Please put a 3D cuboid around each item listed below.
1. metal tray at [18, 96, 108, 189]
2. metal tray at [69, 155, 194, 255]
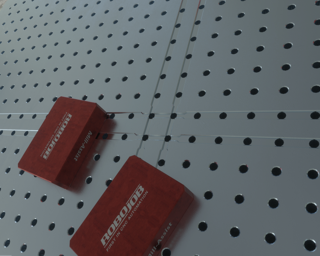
[{"bbox_3d":[-0.148,0.018,0.473,0.090,0.030,0.130,13,68,33],"label":"metal tray"},{"bbox_3d":[-0.034,0.106,0.359,0.090,0.030,0.130,27,76,37],"label":"metal tray"}]
